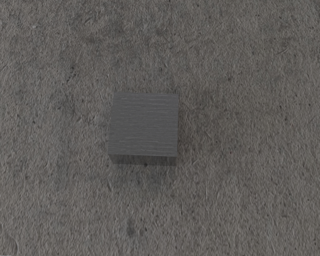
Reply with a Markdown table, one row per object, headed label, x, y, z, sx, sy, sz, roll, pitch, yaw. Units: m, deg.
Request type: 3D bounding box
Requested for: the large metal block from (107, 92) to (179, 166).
| label | x | y | z | sx | sy | sz | roll | pitch | yaw |
| --- | --- | --- | --- | --- | --- | --- | --- | --- | --- |
| large metal block | -0.019 | 0.002 | 0.394 | 0.080 | 0.050 | 0.080 | 2 | 70 | 1 |
